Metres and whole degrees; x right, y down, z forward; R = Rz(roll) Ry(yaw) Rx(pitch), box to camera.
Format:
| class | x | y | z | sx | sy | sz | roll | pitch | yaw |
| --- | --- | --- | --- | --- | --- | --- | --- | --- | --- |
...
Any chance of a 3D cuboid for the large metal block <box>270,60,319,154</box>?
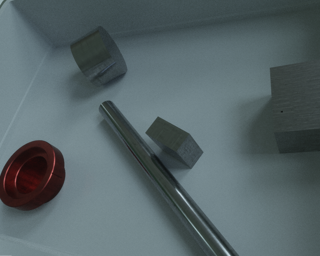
| class | x | y | z | sx | sy | sz | roll | pitch | yaw |
| --- | --- | --- | --- | --- | --- | --- | --- | --- | --- |
| large metal block | 0.161 | -0.023 | 0.319 | 0.080 | 0.050 | 0.080 | -6 | 59 | 24 |

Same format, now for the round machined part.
| class | x | y | z | sx | sy | sz | roll | pitch | yaw |
| --- | --- | --- | --- | --- | --- | --- | --- | --- | --- |
| round machined part | -0.176 | 0.070 | 0.442 | 0.098 | 0.042 | 0.098 | -13 | 56 | 20 |

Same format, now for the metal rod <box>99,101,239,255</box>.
| class | x | y | z | sx | sy | sz | roll | pitch | yaw |
| --- | --- | --- | --- | --- | --- | --- | --- | --- | --- |
| metal rod | -0.001 | 0.056 | 0.370 | 0.025 | 0.025 | 0.300 | -42 | 51 | -1 |

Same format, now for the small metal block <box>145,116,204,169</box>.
| class | x | y | z | sx | sy | sz | roll | pitch | yaw |
| --- | --- | --- | --- | --- | --- | --- | --- | --- | --- |
| small metal block | 0.018 | 0.018 | 0.369 | 0.050 | 0.050 | 0.025 | 30 | 79 | 37 |

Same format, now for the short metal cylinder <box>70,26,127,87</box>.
| class | x | y | z | sx | sy | sz | roll | pitch | yaw |
| --- | --- | --- | --- | --- | --- | --- | --- | --- | --- |
| short metal cylinder | -0.094 | -0.112 | 0.486 | 0.050 | 0.080 | 0.080 | -27 | 53 | 11 |
